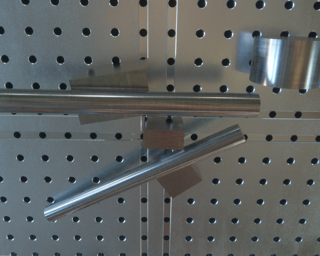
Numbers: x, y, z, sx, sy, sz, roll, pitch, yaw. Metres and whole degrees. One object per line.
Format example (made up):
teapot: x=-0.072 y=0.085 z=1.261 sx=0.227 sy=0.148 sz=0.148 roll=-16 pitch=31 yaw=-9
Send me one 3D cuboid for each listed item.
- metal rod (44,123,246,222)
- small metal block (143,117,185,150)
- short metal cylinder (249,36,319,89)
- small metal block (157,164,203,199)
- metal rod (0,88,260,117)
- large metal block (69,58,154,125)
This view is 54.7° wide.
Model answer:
metal rod: x=-0.032 y=0.066 z=0.416 sx=0.300 sy=0.025 sz=0.025 roll=-25 pitch=109 yaw=17
small metal block: x=0.004 y=0.006 z=0.402 sx=0.050 sy=0.050 sz=0.025 roll=3 pitch=110 yaw=-1
short metal cylinder: x=0.147 y=-0.078 z=0.356 sx=0.081 sy=0.080 sz=0.050 roll=1 pitch=110 yaw=-1
small metal block: x=0.024 y=0.063 z=0.437 sx=0.050 sy=0.025 sz=0.050 roll=-34 pitch=107 yaw=11
metal rod: x=-0.051 y=-0.026 z=0.317 sx=0.302 sy=0.025 sz=0.025 roll=1 pitch=110 yaw=-1
large metal block: x=-0.051 y=-0.046 z=0.366 sx=0.080 sy=0.080 sz=0.050 roll=-8 pitch=110 yaw=3
